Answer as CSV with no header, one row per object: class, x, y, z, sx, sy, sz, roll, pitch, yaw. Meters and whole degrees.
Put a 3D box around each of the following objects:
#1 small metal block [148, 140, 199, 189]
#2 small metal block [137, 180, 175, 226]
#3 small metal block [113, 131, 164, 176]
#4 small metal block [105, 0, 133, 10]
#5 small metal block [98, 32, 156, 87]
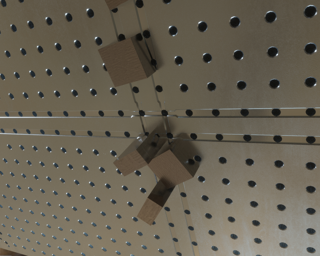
small metal block,0.017,0.052,0.433,0.050,0.025,0.050,-33,100,38
small metal block,-0.005,0.109,0.464,0.025,0.050,0.050,32,128,7
small metal block,-0.029,0.035,0.431,0.050,0.050,0.025,-31,101,37
small metal block,-0.040,-0.162,0.331,0.050,0.025,0.050,-13,112,33
small metal block,-0.040,-0.083,0.380,0.050,0.025,0.050,-10,114,32
